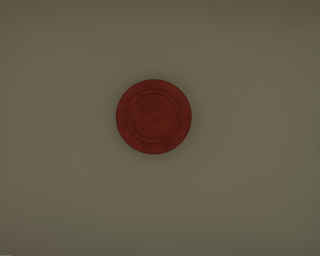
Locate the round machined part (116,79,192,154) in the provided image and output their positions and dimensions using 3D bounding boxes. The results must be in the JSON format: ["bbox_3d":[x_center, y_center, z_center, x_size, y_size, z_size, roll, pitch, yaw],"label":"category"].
[{"bbox_3d":[-0.008,-0.014,0.400,0.099,0.042,0.097,0,90,0],"label":"round machined part"}]
